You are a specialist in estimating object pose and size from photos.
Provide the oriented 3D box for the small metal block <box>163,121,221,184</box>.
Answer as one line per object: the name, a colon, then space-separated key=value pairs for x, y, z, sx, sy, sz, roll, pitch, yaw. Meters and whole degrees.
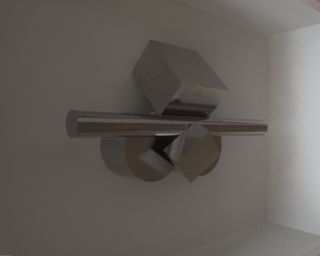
small metal block: x=0.038 y=0.029 z=0.360 sx=0.050 sy=0.025 sz=0.050 roll=-42 pitch=137 yaw=-9

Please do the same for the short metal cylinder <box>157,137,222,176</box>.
short metal cylinder: x=0.039 y=0.023 z=0.424 sx=0.081 sy=0.050 sz=0.079 roll=0 pitch=90 yaw=-40

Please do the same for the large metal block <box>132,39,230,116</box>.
large metal block: x=0.025 y=-0.058 z=0.384 sx=0.081 sy=0.050 sz=0.080 roll=1 pitch=46 yaw=-40

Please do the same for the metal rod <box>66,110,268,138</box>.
metal rod: x=0.037 y=-0.002 z=0.373 sx=0.302 sy=0.025 sz=0.025 roll=1 pitch=90 yaw=-40

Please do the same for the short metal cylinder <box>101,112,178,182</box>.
short metal cylinder: x=-0.023 y=0.021 z=0.372 sx=0.081 sy=0.050 sz=0.079 roll=0 pitch=90 yaw=-40
